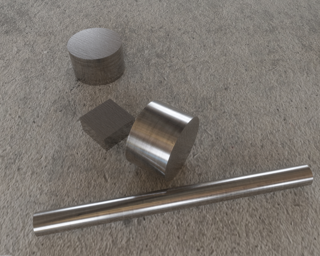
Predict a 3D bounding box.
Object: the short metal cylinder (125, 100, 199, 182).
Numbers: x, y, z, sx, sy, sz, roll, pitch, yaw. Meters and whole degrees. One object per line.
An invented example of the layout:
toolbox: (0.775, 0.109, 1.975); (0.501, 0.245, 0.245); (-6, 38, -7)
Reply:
short metal cylinder: (0.004, 0.014, 0.356); (0.050, 0.080, 0.080); (25, 54, 19)

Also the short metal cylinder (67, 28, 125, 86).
short metal cylinder: (-0.097, -0.111, 0.479); (0.081, 0.050, 0.080); (0, 50, 0)

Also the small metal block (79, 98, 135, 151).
small metal block: (-0.068, -0.005, 0.407); (0.050, 0.025, 0.050); (37, 59, 27)

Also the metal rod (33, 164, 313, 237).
metal rod: (0.021, 0.076, 0.338); (0.302, 0.025, 0.025); (-9, 51, -8)
